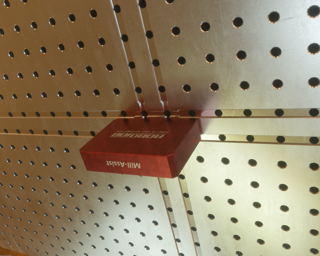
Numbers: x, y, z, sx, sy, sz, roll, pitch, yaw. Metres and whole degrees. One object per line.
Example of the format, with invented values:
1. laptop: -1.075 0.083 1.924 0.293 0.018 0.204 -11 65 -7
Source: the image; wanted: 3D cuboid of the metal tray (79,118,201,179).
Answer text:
1. metal tray: -0.024 0.021 0.395 0.130 0.090 0.030 0 119 28
